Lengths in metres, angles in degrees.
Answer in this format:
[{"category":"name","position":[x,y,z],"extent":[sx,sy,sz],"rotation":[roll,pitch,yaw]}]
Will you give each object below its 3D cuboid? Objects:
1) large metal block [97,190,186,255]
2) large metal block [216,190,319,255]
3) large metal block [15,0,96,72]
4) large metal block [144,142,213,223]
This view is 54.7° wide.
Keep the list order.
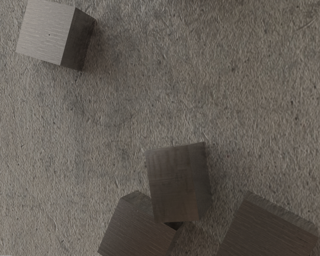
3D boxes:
[{"category":"large metal block","position":[-0.022,0.140,0.403],"extent":[0.080,0.050,0.080],"rotation":[26,99,18]},{"category":"large metal block","position":[0.119,0.130,0.354],"extent":[0.080,0.050,0.080],"rotation":[26,99,18]},{"category":"large metal block","position":[-0.150,-0.134,0.449],"extent":[0.080,0.050,0.080],"rotation":[19,96,19]},{"category":"large metal block","position":[0.026,0.061,0.371],"extent":[0.050,0.080,0.080],"rotation":[-9,87,20]}]
